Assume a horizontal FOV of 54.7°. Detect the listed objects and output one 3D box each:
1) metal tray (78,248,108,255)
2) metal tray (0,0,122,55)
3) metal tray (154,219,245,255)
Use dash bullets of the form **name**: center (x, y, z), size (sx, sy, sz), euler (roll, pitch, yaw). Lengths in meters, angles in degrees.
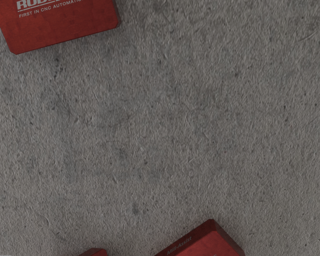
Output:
- **metal tray**: center (-0.123, 0.238, 0.431), size (0.030, 0.131, 0.090), euler (-17, 89, 42)
- **metal tray**: center (-0.120, -0.144, 0.353), size (0.131, 0.030, 0.089), euler (-14, 110, 5)
- **metal tray**: center (0.058, 0.212, 0.486), size (0.130, 0.030, 0.090), euler (-38, 106, 12)
